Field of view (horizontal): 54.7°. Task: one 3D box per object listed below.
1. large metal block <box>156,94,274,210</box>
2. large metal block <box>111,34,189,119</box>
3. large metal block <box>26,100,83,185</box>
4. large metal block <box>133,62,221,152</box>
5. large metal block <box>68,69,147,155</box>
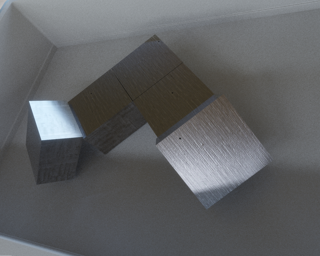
[{"bbox_3d":[0.052,0.021,0.320,0.080,0.050,0.080,-38,95,3],"label":"large metal block"},{"bbox_3d":[-0.010,-0.073,0.437,0.080,0.050,0.080,-38,51,3],"label":"large metal block"},{"bbox_3d":[-0.149,0.018,0.427,0.080,0.050,0.079,55,136,39],"label":"large metal block"},{"bbox_3d":[0.026,-0.021,0.387,0.080,0.050,0.080,-38,51,3],"label":"large metal block"},{"bbox_3d":[-0.074,-0.024,0.441,0.080,0.050,0.080,-38,51,3],"label":"large metal block"}]
